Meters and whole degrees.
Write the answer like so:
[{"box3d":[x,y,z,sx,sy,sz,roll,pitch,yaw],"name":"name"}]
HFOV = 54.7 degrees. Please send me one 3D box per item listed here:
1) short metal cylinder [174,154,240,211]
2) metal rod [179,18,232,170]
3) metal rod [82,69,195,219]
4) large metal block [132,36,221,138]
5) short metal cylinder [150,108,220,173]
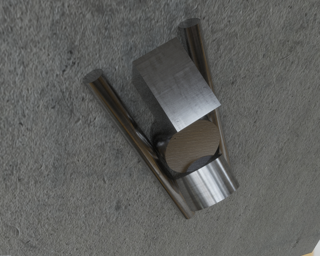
[{"box3d":[0.067,0.078,0.450,0.080,0.080,0.050,-28,86,-11],"name":"short metal cylinder"},{"box3d":[0.076,-0.009,0.443,0.025,0.025,0.299,-29,128,-10],"name":"metal rod"},{"box3d":[-0.012,0.043,0.428,0.025,0.025,0.299,-35,129,-5],"name":"metal rod"},{"box3d":[0.013,-0.038,0.336,0.050,0.080,0.080,-32,87,-8],"name":"large metal block"},{"box3d":[0.033,0.013,0.418,0.081,0.050,0.079,-14,124,-21],"name":"short metal cylinder"}]
